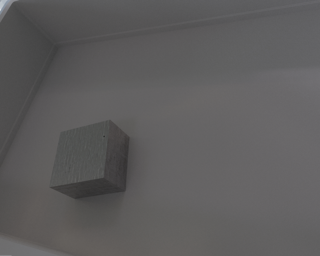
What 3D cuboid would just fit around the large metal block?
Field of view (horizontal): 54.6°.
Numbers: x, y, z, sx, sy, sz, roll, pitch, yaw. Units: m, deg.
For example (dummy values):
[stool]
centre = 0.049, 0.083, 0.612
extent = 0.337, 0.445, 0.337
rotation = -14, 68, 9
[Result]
[large metal block]
centre = -0.091, 0.043, 0.412
extent = 0.080, 0.050, 0.080
rotation = -13, 56, 21
